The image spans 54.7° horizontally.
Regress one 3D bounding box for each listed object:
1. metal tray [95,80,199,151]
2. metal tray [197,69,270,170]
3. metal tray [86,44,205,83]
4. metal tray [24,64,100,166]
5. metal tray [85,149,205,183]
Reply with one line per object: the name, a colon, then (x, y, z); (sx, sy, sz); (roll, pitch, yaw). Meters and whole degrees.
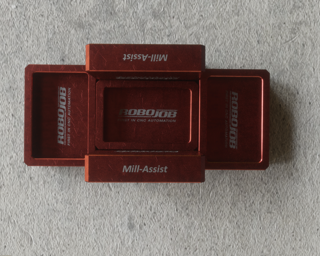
metal tray: (-0.017, -0.016, 0.408); (0.131, 0.030, 0.089); (1, 90, -1)
metal tray: (0.095, -0.011, 0.410); (0.091, 0.030, 0.129); (1, 90, -1)
metal tray: (-0.016, -0.076, 0.378); (0.131, 0.090, 0.030); (0, 90, -1)
metal tray: (-0.127, -0.016, 0.407); (0.091, 0.030, 0.129); (1, 90, -1)
metal tray: (-0.016, 0.044, 0.377); (0.131, 0.090, 0.030); (0, 90, -1)
